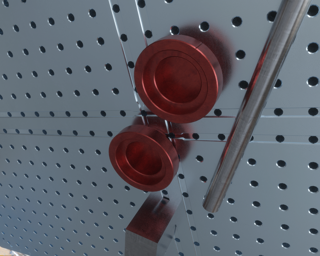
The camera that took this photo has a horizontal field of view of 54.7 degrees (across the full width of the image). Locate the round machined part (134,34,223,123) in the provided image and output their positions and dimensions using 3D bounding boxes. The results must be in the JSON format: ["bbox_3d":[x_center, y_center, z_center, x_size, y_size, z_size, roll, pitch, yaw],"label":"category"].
[{"bbox_3d":[0.024,-0.057,0.352,0.098,0.042,0.097,13,124,21],"label":"round machined part"}]

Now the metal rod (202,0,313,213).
[{"bbox_3d":[0.099,-0.008,0.354,0.025,0.025,0.298,23,127,14],"label":"metal rod"}]

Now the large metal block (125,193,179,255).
[{"bbox_3d":[-0.013,0.164,0.484,0.050,0.080,0.079,18,126,18],"label":"large metal block"}]

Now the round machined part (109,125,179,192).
[{"bbox_3d":[-0.019,0.038,0.433,0.098,0.042,0.097,13,124,21],"label":"round machined part"}]
